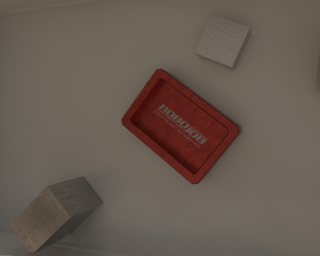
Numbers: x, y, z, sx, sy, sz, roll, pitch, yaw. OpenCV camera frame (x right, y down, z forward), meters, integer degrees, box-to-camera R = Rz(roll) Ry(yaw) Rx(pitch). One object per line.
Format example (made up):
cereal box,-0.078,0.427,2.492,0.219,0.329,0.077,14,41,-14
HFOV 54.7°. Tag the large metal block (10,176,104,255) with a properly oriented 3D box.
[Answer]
large metal block,-0.139,0.117,0.429,0.080,0.080,0.050,-44,77,14

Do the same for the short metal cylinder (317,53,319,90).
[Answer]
short metal cylinder,0.194,-0.076,0.313,0.050,0.080,0.079,8,93,19

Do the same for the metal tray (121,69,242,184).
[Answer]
metal tray,0.025,-0.003,0.398,0.130,0.030,0.090,39,102,15

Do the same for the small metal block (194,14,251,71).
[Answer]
small metal block,0.078,-0.105,0.383,0.050,0.025,0.050,26,98,17
